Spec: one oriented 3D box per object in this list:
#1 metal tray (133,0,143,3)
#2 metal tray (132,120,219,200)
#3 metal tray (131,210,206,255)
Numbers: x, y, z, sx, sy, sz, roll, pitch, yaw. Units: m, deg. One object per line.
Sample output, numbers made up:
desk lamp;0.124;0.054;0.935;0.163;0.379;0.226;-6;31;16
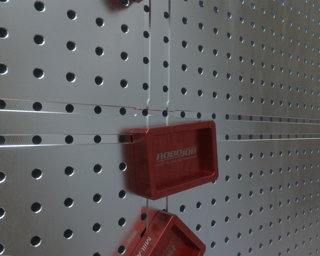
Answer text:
metal tray;-0.007;-0.229;0.378;0.130;0.030;0.090;-46;112;-17
metal tray;0.026;0.039;0.429;0.131;0.030;0.089;-8;95;-40
metal tray;0.000;0.188;0.408;0.090;0.030;0.130;51;60;-28
